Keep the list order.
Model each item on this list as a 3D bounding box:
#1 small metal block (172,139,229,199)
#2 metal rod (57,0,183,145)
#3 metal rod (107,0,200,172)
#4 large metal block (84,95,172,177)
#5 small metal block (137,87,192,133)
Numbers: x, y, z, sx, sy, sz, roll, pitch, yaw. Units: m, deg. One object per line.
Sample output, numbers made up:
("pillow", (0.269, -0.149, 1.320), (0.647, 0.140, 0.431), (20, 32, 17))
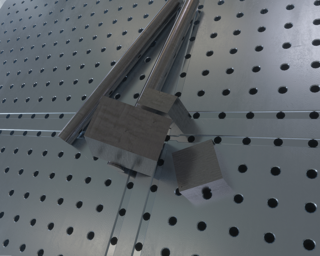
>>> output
("small metal block", (0.045, 0.047, 0.356), (0.050, 0.025, 0.050), (-21, 54, 15))
("metal rod", (-0.058, -0.100, 0.499), (0.025, 0.025, 0.300), (29, 77, 37))
("metal rod", (-0.002, -0.077, 0.456), (0.025, 0.025, 0.300), (10, 67, 32))
("large metal block", (-0.036, 0.013, 0.365), (0.080, 0.080, 0.050), (19, 69, 1))
("small metal block", (0.006, -0.023, 0.403), (0.050, 0.050, 0.025), (21, 73, 36))
